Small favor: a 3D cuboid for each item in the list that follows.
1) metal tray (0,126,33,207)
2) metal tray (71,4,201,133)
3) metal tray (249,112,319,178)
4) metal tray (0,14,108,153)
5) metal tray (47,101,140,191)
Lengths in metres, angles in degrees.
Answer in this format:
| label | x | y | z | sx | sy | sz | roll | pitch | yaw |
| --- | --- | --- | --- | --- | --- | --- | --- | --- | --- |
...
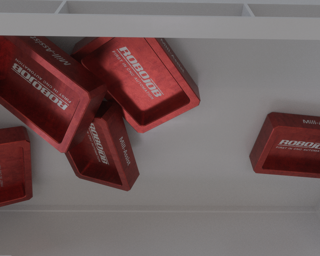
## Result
| label | x | y | z | sx | sy | sz | roll | pitch | yaw |
| --- | --- | --- | --- | --- | --- | --- | --- | --- | --- |
| metal tray | -0.229 | 0.060 | 0.429 | 0.091 | 0.030 | 0.129 | -10 | 136 | -30 |
| metal tray | -0.024 | -0.060 | 0.354 | 0.090 | 0.030 | 0.130 | -27 | 125 | 21 |
| metal tray | 0.202 | 0.027 | 0.430 | 0.131 | 0.030 | 0.089 | 5 | 130 | -5 |
| metal tray | -0.128 | -0.045 | 0.328 | 0.130 | 0.030 | 0.089 | 38 | 125 | 5 |
| metal tray | -0.084 | 0.022 | 0.400 | 0.090 | 0.030 | 0.129 | 10 | 135 | 23 |
